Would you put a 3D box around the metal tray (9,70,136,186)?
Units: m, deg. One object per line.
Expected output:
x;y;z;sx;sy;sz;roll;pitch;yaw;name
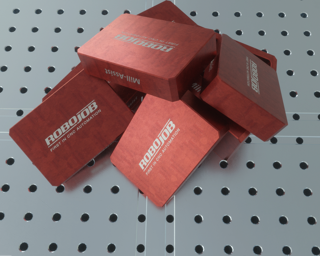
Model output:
-0.105;-0.003;0.385;0.130;0.030;0.090;-40;90;-2;metal tray

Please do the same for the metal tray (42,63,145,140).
-0.082;-0.051;0.427;0.090;0.030;0.130;37;74;12;metal tray

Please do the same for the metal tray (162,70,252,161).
0.051;-0.023;0.387;0.130;0.090;0.030;42;76;14;metal tray

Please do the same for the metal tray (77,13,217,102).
-0.015;-0.084;0.346;0.130;0.030;0.090;21;56;28;metal tray

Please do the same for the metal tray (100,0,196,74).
-0.006;-0.119;0.432;0.131;0.030;0.090;-37;76;-27;metal tray

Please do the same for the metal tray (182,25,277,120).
0.091;-0.072;0.412;0.131;0.030;0.090;17;69;-15;metal tray

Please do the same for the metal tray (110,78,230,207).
0.005;0.019;0.356;0.090;0.129;0.030;42;33;13;metal tray

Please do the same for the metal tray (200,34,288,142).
0.097;-0.053;0.362;0.090;0.030;0.130;33;36;-10;metal tray
